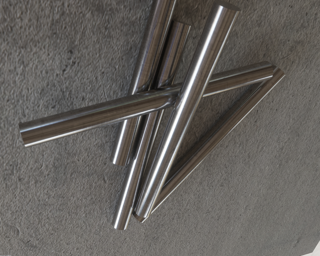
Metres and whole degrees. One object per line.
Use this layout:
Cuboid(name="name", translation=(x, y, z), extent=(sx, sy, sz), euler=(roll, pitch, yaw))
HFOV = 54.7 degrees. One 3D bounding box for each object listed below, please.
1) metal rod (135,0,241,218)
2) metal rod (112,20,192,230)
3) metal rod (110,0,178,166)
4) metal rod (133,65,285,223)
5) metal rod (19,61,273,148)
Cuboid(name="metal rod", translation=(0.018, 0.005, 0.361), extent=(0.025, 0.025, 0.298), euler=(-2, 131, -28))
Cuboid(name="metal rod", translation=(-0.018, 0.013, 0.404), extent=(0.025, 0.025, 0.298), euler=(4, 117, -30))
Cuboid(name="metal rod", translation=(-0.010, -0.088, 0.346), extent=(0.025, 0.025, 0.298), euler=(4, 116, -30))
Cuboid(name="metal rod", translation=(0.069, 0.026, 0.460), extent=(0.300, 0.025, 0.025), euler=(-47, 129, 4))
Cuboid(name="metal rod", translation=(0.002, -0.034, 0.353), extent=(0.302, 0.025, 0.025), euler=(-17, 125, -20))
